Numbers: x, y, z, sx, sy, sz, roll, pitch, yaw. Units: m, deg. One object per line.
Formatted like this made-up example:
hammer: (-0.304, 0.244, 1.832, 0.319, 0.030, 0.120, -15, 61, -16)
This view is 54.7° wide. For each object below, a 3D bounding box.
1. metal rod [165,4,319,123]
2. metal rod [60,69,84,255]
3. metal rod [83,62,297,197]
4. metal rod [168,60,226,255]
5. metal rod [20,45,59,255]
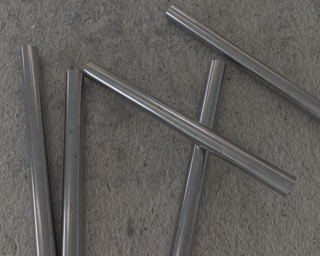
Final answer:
metal rod: (0.132, -0.087, 0.440, 0.300, 0.025, 0.025, 38, 74, 12)
metal rod: (-0.107, 0.064, 0.383, 0.025, 0.025, 0.299, -4, 70, -2)
metal rod: (0.022, -0.009, 0.389, 0.300, 0.025, 0.025, 31, 73, 19)
metal rod: (0.048, 0.047, 0.391, 0.025, 0.025, 0.299, 13, 70, 4)
metal rod: (-0.157, 0.025, 0.397, 0.025, 0.025, 0.299, -12, 70, -4)
